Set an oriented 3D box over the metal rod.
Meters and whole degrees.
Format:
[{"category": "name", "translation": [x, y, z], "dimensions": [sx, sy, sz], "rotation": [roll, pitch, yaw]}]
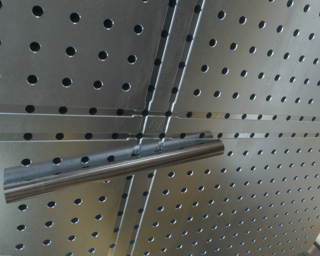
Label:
[{"category": "metal rod", "translation": [-0.044, 0.053, 0.421], "dimensions": [0.303, 0.025, 0.025], "rotation": [-10, 123, -24]}]
